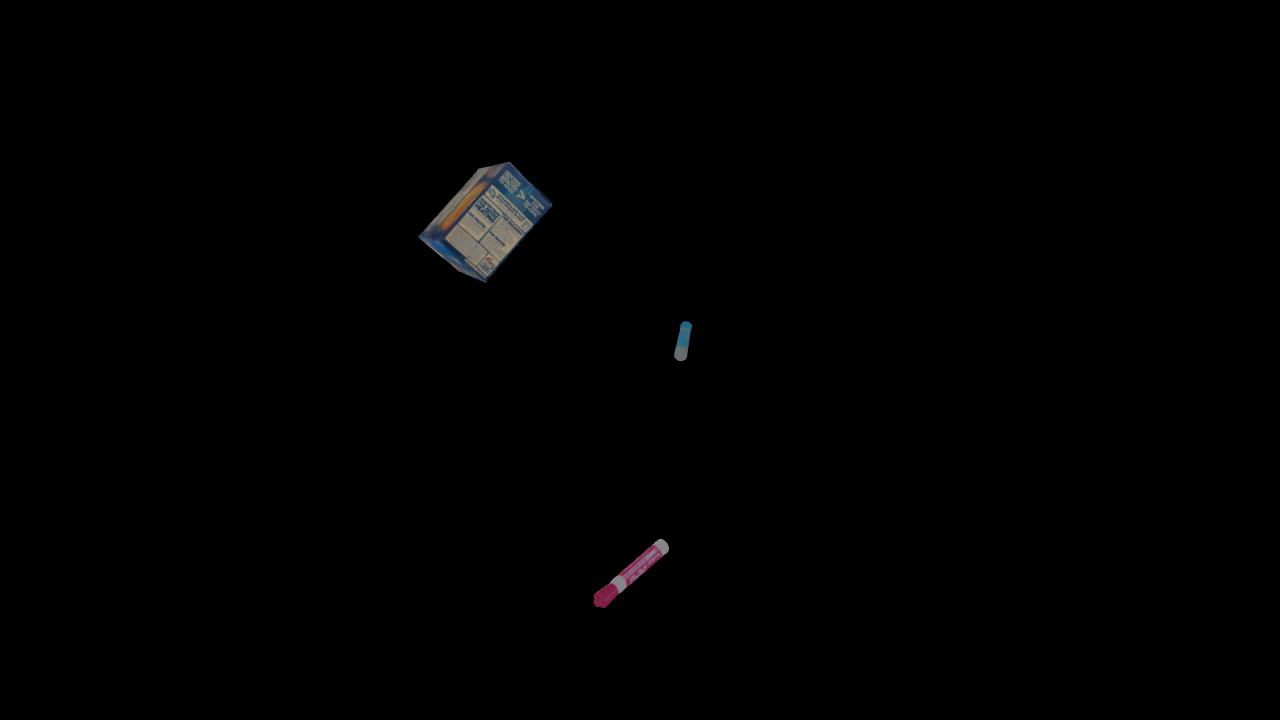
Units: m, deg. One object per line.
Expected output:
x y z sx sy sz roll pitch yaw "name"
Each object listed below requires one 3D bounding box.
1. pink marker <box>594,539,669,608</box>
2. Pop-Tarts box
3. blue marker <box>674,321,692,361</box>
-0.010 0.248 0.715 0.020 0.020 0.121 0 19 42 "pink marker"
-0.221 -0.194 0.863 0.083 0.141 0.167 43 -10 -30 "Pop-Tarts box"
0.066 -0.031 0.926 0.020 0.020 0.121 0 24 8 "blue marker"
